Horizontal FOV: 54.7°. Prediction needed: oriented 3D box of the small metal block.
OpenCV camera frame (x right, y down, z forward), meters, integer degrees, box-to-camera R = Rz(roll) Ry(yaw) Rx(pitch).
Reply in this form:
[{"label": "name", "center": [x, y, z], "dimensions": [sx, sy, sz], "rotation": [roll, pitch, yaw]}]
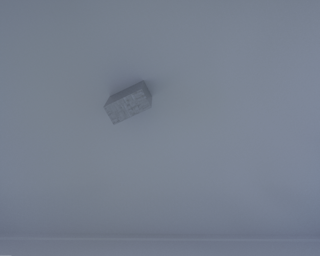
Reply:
[{"label": "small metal block", "center": [-0.038, -0.033, 0.385], "dimensions": [0.050, 0.050, 0.025], "rotation": [-24, 109, 8]}]
